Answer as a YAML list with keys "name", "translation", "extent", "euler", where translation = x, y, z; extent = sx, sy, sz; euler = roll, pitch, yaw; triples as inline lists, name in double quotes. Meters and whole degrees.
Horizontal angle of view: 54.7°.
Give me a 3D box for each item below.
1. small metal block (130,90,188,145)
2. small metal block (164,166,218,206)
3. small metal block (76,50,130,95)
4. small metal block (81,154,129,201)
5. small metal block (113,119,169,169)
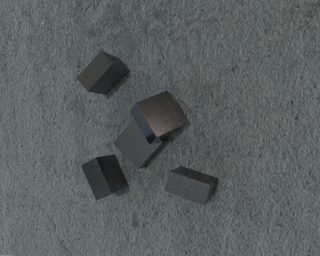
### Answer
- name: "small metal block"
  translation: [-0.002, -0.014, 0.394]
  extent: [0.050, 0.050, 0.025]
  euler: [59, 148, 10]
- name: "small metal block"
  translation: [0.040, 0.069, 0.382]
  extent: [0.050, 0.050, 0.025]
  euler: [17, 96, 19]
- name: "small metal block"
  translation: [-0.076, -0.073, 0.423]
  extent: [0.050, 0.050, 0.025]
  euler: [-44, 77, 15]
- name: "small metal block"
  translation: [-0.074, 0.066, 0.422]
  extent: [0.025, 0.050, 0.050]
  euler: [-29, 81, 18]
- name: "small metal block"
  translation: [-0.026, 0.019, 0.418]
  extent: [0.050, 0.025, 0.050]
  euler: [44, 104, 14]
